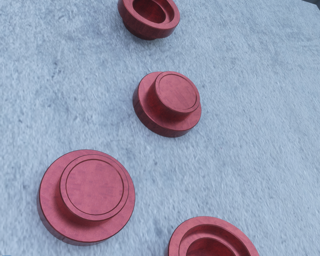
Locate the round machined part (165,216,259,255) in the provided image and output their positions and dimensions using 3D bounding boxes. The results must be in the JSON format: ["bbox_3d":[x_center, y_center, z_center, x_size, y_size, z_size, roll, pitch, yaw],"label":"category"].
[{"bbox_3d":[0.051,0.145,0.320,0.099,0.042,0.098,10,39,-8],"label":"round machined part"}]

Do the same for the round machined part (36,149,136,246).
[{"bbox_3d":[-0.071,0.066,0.316,0.099,0.042,0.098,14,56,-21],"label":"round machined part"}]

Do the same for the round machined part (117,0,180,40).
[{"bbox_3d":[-0.021,-0.179,0.493,0.099,0.042,0.098,14,56,-21],"label":"round machined part"}]

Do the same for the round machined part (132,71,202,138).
[{"bbox_3d":[0.015,-0.039,0.427,0.099,0.042,0.098,14,56,-21],"label":"round machined part"}]
